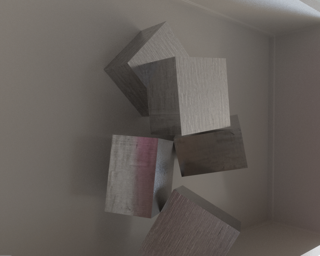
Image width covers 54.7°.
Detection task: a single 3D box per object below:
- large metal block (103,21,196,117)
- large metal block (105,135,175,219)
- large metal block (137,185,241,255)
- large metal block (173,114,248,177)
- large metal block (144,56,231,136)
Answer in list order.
[{"bbox_3d":[-0.008,-0.071,0.386,0.080,0.050,0.080,52,60,-28],"label":"large metal block"},{"bbox_3d":[-0.018,0.052,0.353,0.080,0.050,0.080,19,75,-74],"label":"large metal block"},{"bbox_3d":[0.035,0.123,0.350,0.080,0.080,0.050,-60,164,3],"label":"large metal block"},{"bbox_3d":[0.068,0.021,0.409,0.080,0.080,0.050,-51,130,-73],"label":"large metal block"},{"bbox_3d":[0.033,-0.037,0.355,0.081,0.050,0.079,-9,96,-40],"label":"large metal block"}]
